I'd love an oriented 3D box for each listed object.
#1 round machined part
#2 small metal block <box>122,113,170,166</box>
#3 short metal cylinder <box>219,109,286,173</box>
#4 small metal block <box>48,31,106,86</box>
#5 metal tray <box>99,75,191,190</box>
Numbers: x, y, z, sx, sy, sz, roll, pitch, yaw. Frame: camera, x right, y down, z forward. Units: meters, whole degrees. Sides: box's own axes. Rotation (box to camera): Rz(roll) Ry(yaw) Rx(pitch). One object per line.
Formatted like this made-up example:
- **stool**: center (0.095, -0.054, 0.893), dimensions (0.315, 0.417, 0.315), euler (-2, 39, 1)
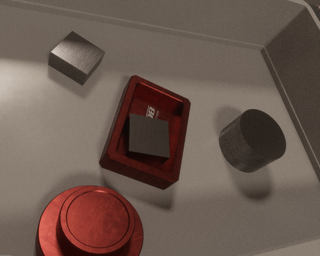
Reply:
- **round machined part**: center (-0.062, 0.094, 0.290), dimensions (0.099, 0.042, 0.098), euler (16, 40, -14)
- **small metal block**: center (-0.017, 0.014, 0.372), dimensions (0.050, 0.025, 0.050), euler (12, 57, -22)
- **short metal cylinder**: center (0.135, 0.019, 0.453), dimensions (0.081, 0.050, 0.080), euler (14, 56, -21)
- **small metal block**: center (-0.108, -0.091, 0.404), dimensions (0.050, 0.025, 0.050), euler (32, 51, -8)
- **metal tray**: center (-0.014, 0.003, 0.394), dimensions (0.090, 0.030, 0.130), euler (23, 53, -15)
